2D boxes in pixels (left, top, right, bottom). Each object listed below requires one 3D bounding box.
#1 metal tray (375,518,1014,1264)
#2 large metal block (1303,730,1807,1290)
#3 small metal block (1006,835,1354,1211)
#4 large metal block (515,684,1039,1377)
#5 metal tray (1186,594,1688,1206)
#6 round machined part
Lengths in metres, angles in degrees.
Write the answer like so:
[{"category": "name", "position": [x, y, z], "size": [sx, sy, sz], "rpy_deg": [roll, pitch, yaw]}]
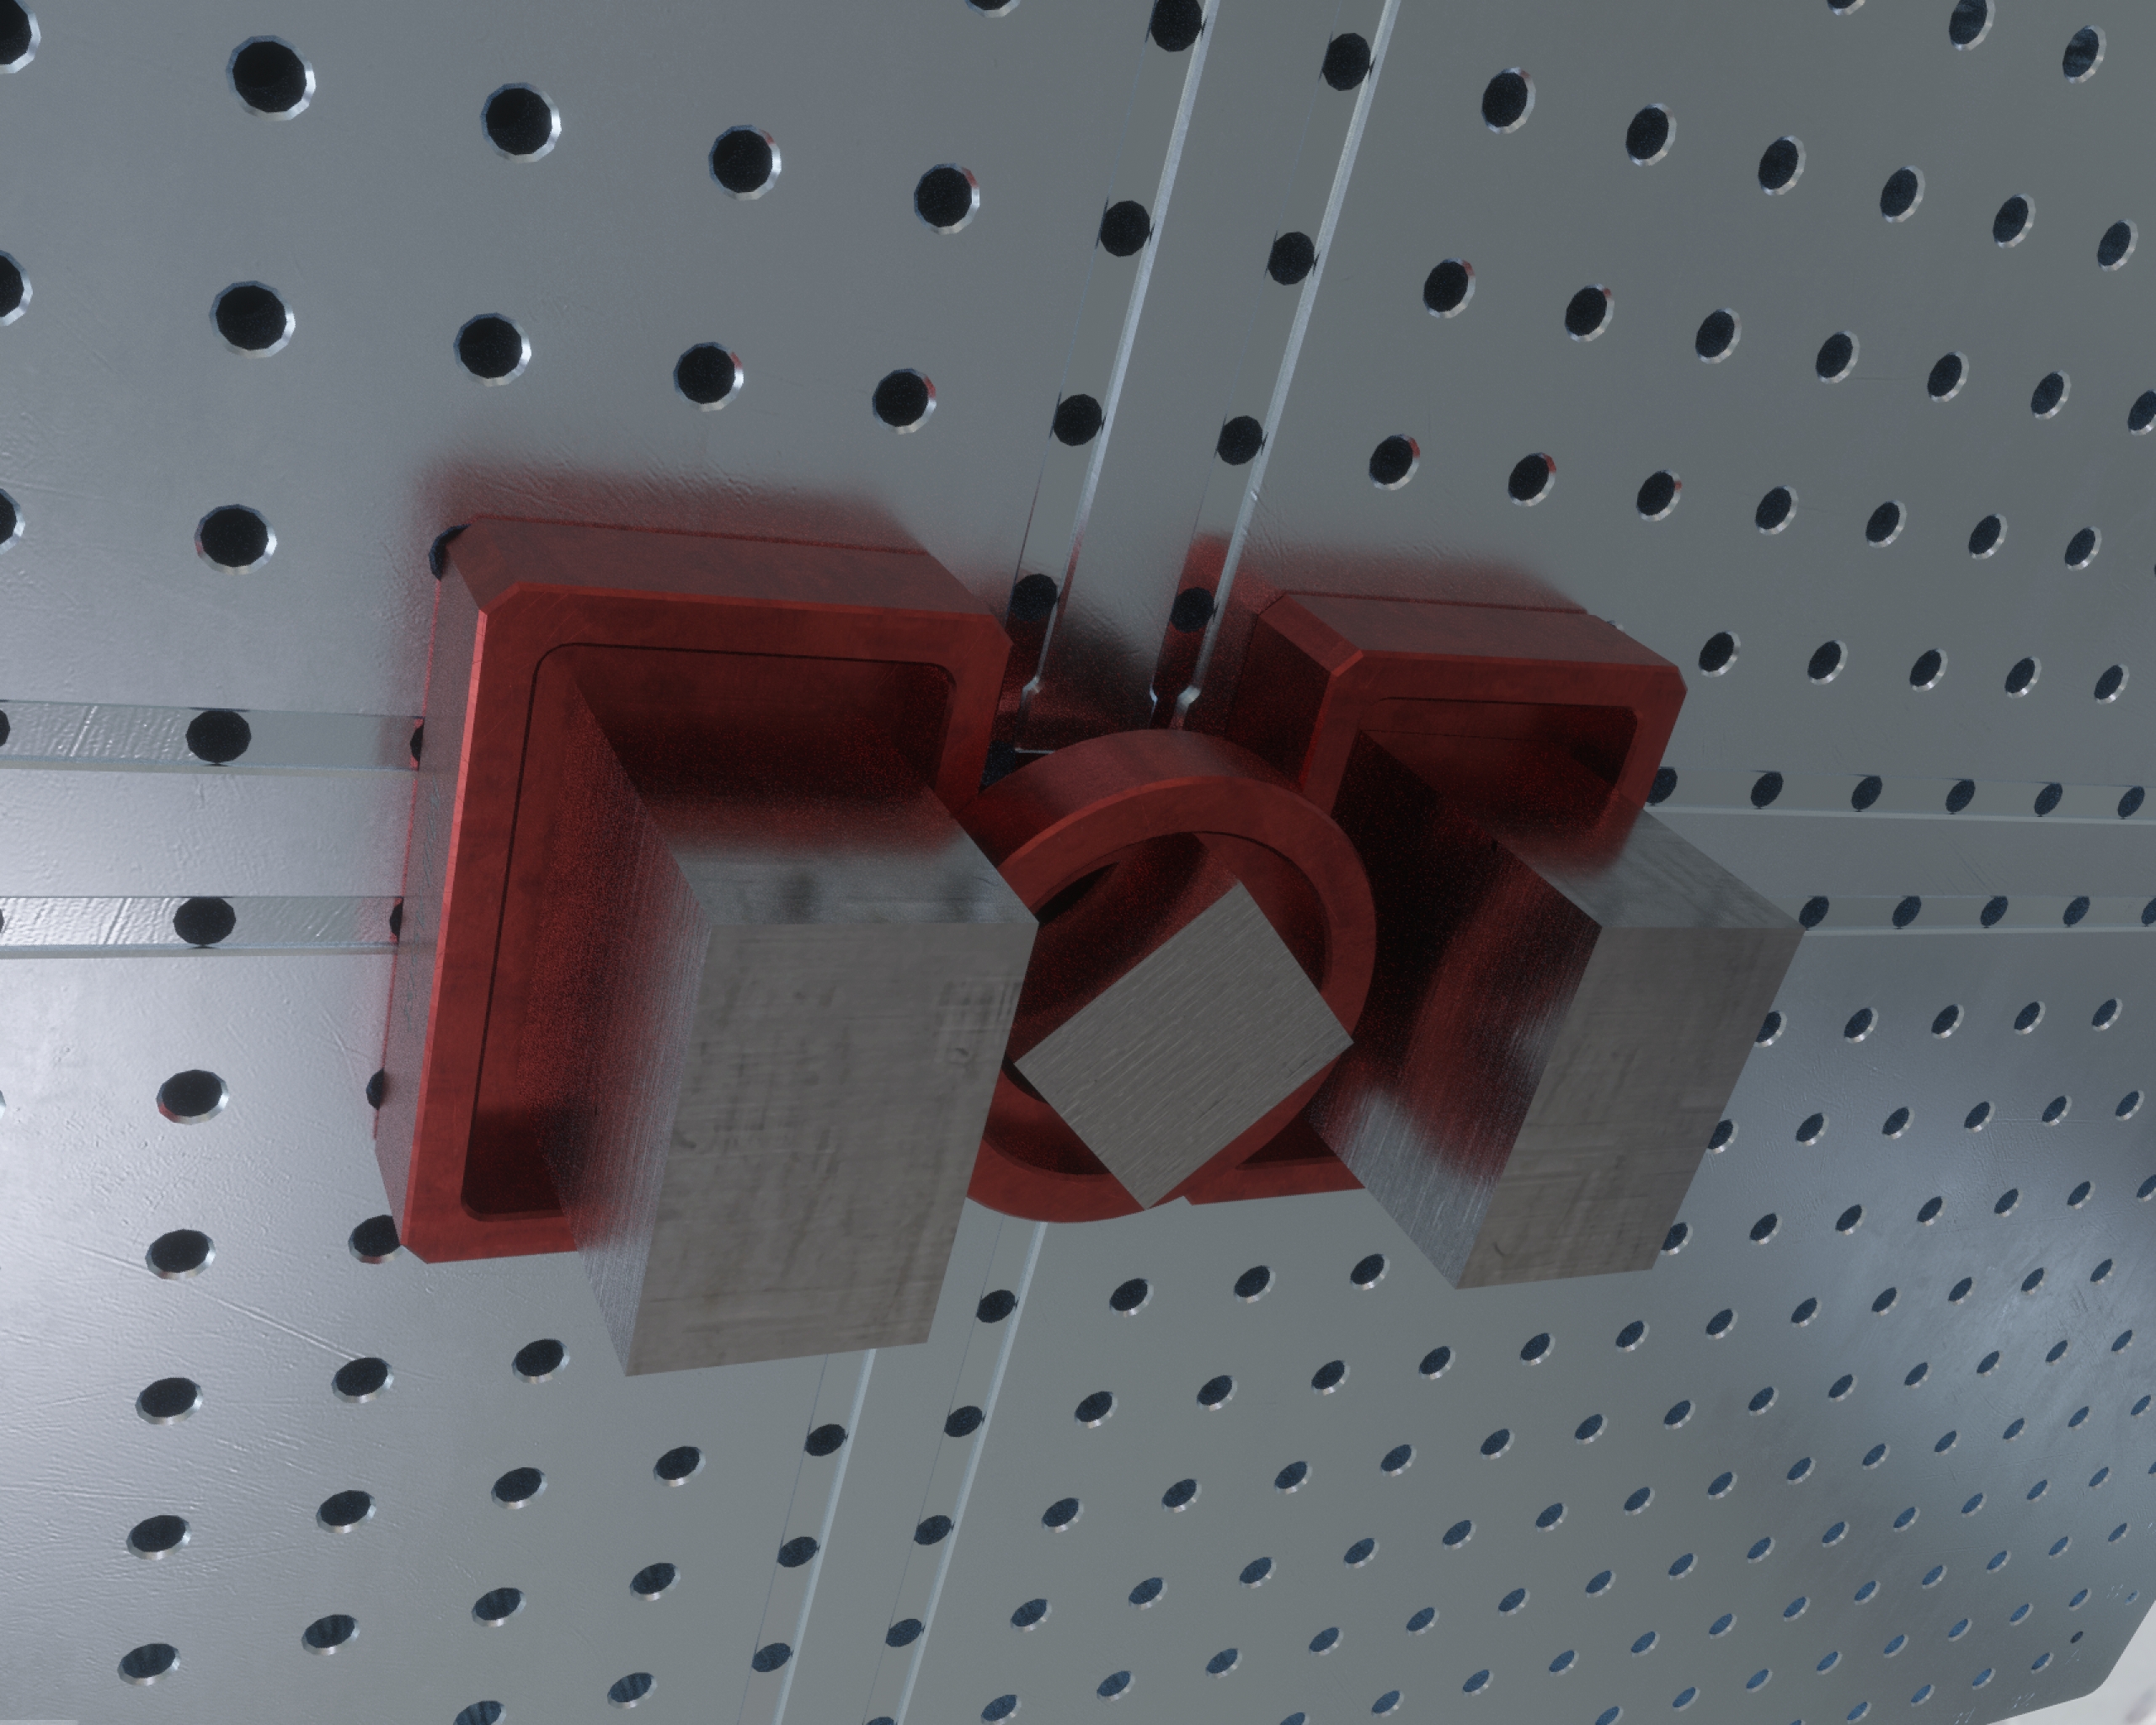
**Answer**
[{"category": "metal tray", "position": [-0.071, 0.008, 0.373], "size": [0.091, 0.030, 0.129], "rpy_deg": [1, 118, -29]}, {"category": "large metal block", "position": [0.087, 0.028, 0.422], "size": [0.050, 0.080, 0.079], "rpy_deg": [1, 118, -29]}, {"category": "small metal block", "position": [0.015, 0.028, 0.384], "size": [0.050, 0.025, 0.050], "rpy_deg": [-39, 129, -2]}, {"category": "large metal block", "position": [-0.054, 0.025, 0.344], "size": [0.050, 0.080, 0.079], "rpy_deg": [1, 118, -29]}, {"category": "metal tray", "position": [0.068, 0.010, 0.450], "size": [0.091, 0.030, 0.129], "rpy_deg": [0, 118, -28]}, {"category": "round machined part", "position": [0.005, 0.018, 0.402], "size": [0.099, 0.042, 0.097], "rpy_deg": [-14, 124, -21]}]
